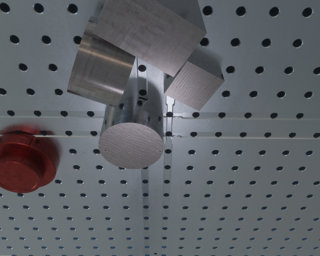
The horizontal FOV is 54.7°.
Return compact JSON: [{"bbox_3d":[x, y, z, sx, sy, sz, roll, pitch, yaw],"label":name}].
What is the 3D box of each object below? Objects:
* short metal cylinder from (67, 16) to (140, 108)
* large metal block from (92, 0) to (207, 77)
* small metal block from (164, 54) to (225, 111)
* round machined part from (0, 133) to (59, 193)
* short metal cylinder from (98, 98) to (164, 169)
[{"bbox_3d":[-0.058,-0.066,0.318,0.050,0.080,0.079,18,128,-15],"label":"short metal cylinder"},{"bbox_3d":[-0.009,-0.104,0.287,0.080,0.080,0.050,25,126,-20],"label":"large metal block"},{"bbox_3d":[0.039,-0.054,0.366,0.050,0.025,0.050,24,126,-19],"label":"small metal block"},{"bbox_3d":[-0.201,0.057,0.447,0.099,0.042,0.097,0,130,0],"label":"round machined part"},{"bbox_3d":[-0.036,0.008,0.402,0.081,0.050,0.079,0,130,0],"label":"short metal cylinder"}]
